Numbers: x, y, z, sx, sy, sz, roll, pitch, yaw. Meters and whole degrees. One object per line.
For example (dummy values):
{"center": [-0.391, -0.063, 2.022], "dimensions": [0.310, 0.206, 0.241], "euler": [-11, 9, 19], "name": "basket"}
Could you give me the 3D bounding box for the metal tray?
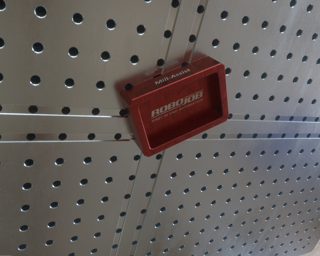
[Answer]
{"center": [0.024, -0.028, 0.403], "dimensions": [0.131, 0.030, 0.090], "euler": [-24, 127, -14], "name": "metal tray"}
